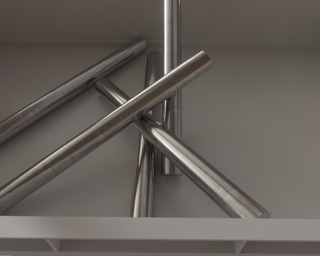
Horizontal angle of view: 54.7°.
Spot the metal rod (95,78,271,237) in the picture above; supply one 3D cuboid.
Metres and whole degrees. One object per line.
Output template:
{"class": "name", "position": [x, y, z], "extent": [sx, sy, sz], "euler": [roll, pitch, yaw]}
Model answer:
{"class": "metal rod", "position": [-0.002, 0.008, 0.353], "extent": [0.025, 0.025, 0.300], "euler": [-27, 42, -21]}

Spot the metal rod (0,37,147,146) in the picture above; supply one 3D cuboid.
{"class": "metal rod", "position": [-0.130, -0.057, 0.450], "extent": [0.025, 0.025, 0.302], "euler": [34, 57, 25]}

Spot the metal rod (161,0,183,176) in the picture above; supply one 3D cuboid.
{"class": "metal rod", "position": [0.016, -0.089, 0.402], "extent": [0.025, 0.025, 0.299], "euler": [1, 74, 0]}

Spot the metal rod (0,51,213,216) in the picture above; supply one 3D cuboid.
{"class": "metal rod", "position": [-0.066, 0.004, 0.350], "extent": [0.301, 0.025, 0.025], "euler": [-35, 58, -8]}

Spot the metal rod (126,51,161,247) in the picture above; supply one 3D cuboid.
{"class": "metal rod", "position": [-0.015, 0.000, 0.404], "extent": [0.025, 0.025, 0.300], "euler": [2, 50, 1]}
